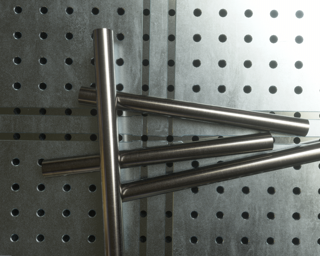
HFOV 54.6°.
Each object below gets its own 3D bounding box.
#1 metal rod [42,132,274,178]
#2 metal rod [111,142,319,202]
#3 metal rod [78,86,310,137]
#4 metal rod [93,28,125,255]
[{"bbox_3d":[-0.003,0.036,0.413,0.302,0.025,0.025,-7,90,0],"label":"metal rod"},{"bbox_3d":[0.084,0.058,0.413,0.301,0.025,0.025,-12,90,0],"label":"metal rod"},{"bbox_3d":[0.044,-0.022,0.413,0.302,0.025,0.025,8,90,0],"label":"metal rod"},{"bbox_3d":[-0.063,0.029,0.386,0.025,0.025,0.298,-3,90,0],"label":"metal rod"}]
